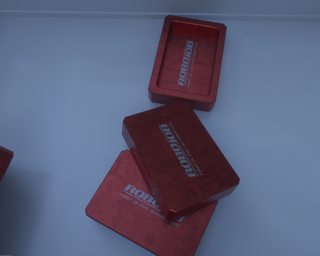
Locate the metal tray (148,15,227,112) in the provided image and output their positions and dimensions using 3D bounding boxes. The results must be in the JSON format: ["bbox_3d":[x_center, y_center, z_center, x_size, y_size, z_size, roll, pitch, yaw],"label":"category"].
[{"bbox_3d":[0.040,-0.094,0.441,0.091,0.030,0.130,11,70,3],"label":"metal tray"}]

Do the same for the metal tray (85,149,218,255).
[{"bbox_3d":[-0.009,0.094,0.369,0.130,0.030,0.090,27,68,9],"label":"metal tray"}]

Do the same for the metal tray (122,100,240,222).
[{"bbox_3d":[0.021,0.032,0.369,0.091,0.030,0.130,-18,60,-22],"label":"metal tray"}]

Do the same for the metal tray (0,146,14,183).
[{"bbox_3d":[-0.217,0.083,0.335,0.090,0.030,0.130,-14,51,41],"label":"metal tray"}]
